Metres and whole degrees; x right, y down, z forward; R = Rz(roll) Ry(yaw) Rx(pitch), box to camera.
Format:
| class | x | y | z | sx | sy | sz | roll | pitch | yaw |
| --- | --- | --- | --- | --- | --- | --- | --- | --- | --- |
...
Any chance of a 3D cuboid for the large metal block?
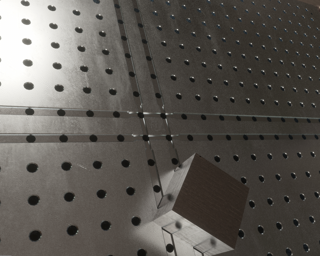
| class | x | y | z | sx | sy | sz | roll | pitch | yaw |
| --- | --- | --- | --- | --- | --- | --- | --- | --- | --- |
| large metal block | 0.050 | 0.090 | 0.366 | 0.080 | 0.050 | 0.080 | 34 | 51 | -7 |
